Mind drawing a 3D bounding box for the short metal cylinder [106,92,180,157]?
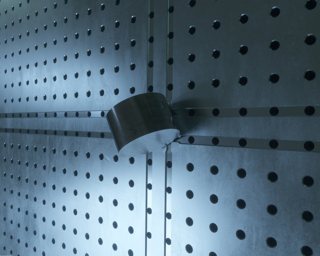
[{"bbox_3d":[-0.021,-0.002,0.391,0.080,0.081,0.050,-35,68,35],"label":"short metal cylinder"}]
